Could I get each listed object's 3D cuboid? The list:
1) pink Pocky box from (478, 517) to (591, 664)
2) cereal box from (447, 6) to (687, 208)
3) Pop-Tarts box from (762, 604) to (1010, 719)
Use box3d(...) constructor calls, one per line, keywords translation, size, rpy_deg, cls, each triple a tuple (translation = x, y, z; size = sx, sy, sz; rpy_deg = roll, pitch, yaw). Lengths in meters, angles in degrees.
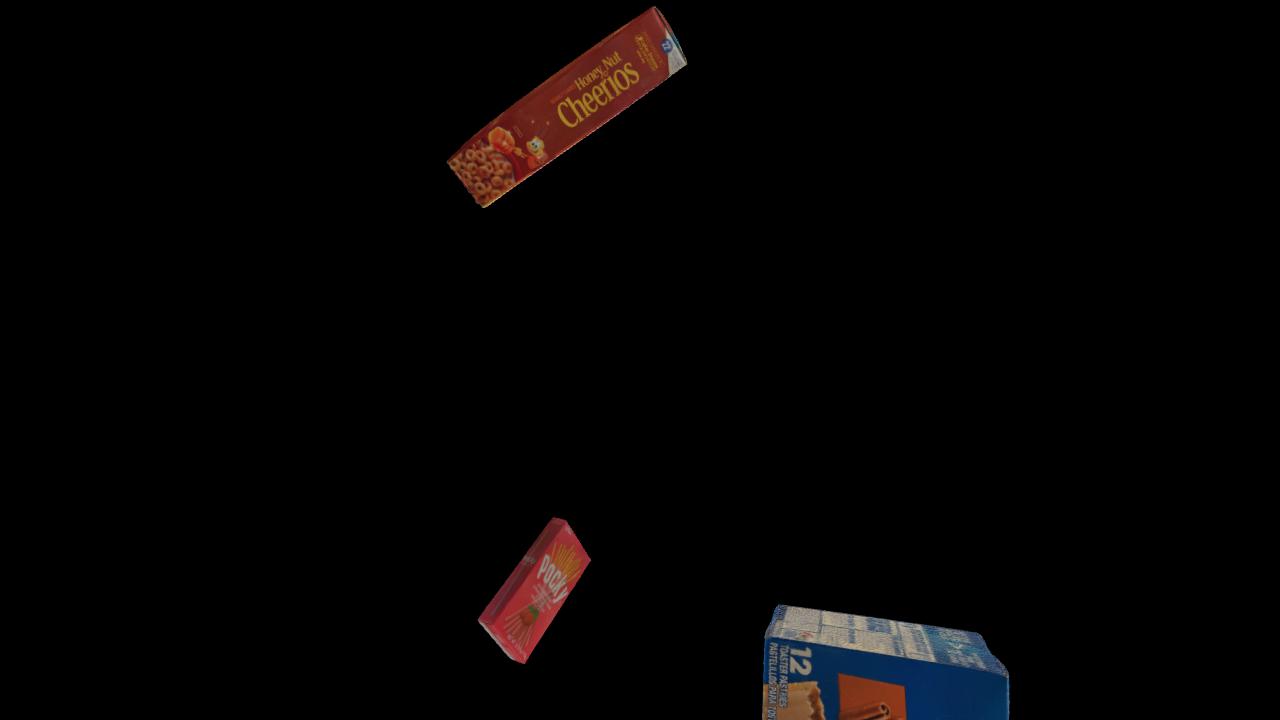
box3d(translation=(-0.125, 0.282, 0.763), size=(0.029, 0.084, 0.155), rpy_deg=(2, 39, 36), cls="pink Pocky box")
box3d(translation=(-0.087, -0.331, 0.794), size=(0.306, 0.081, 0.203), rpy_deg=(-29, 26, 15), cls="cereal box")
box3d(translation=(0.153, 0.264, 0.402), size=(0.141, 0.167, 0.083), rpy_deg=(2, -4, 18), cls="Pop-Tarts box")
